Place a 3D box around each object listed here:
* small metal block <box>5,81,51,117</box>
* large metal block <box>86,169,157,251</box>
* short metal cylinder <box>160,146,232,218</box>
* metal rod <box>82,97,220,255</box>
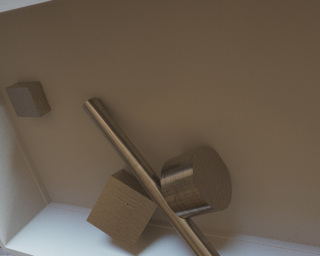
[{"bbox_3d":[-0.207,-0.045,0.487,0.050,0.025,0.050,2,119,27],"label":"small metal block"},{"bbox_3d":[-0.051,0.121,0.471,0.080,0.050,0.080,30,99,8],"label":"large metal block"},{"bbox_3d":[0.047,0.069,0.390,0.050,0.080,0.080,-26,104,37],"label":"short metal cylinder"},{"bbox_3d":[-0.007,0.079,0.410,0.300,0.025,0.025,51,130,11],"label":"metal rod"}]
